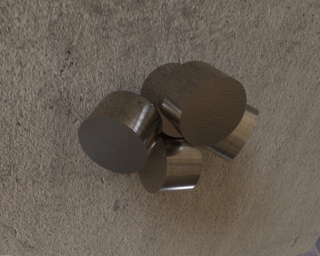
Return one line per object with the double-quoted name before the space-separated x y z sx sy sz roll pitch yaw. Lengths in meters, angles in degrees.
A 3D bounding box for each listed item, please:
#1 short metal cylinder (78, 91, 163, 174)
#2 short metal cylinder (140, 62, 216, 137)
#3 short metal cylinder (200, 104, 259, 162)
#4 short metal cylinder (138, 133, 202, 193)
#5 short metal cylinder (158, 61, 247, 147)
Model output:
"short metal cylinder" -0.043 0.005 0.347 0.080 0.050 0.079 12 131 14
"short metal cylinder" 0.022 -0.035 0.384 0.081 0.050 0.079 -14 125 -21
"short metal cylinder" 0.087 -0.002 0.414 0.050 0.080 0.080 29 106 2
"short metal cylinder" 0.010 0.043 0.405 0.050 0.080 0.079 2 118 -30
"short metal cylinder" 0.045 -0.027 0.336 0.081 0.050 0.079 -14 125 -21
